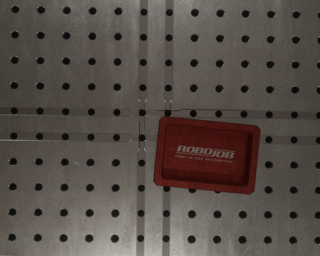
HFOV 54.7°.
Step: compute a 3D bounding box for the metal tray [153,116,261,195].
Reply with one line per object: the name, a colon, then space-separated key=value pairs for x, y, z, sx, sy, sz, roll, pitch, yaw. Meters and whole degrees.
metal tray: x=0.060 y=0.035 z=0.411 sx=0.131 sy=0.030 sz=0.089 roll=6 pitch=90 yaw=-1
